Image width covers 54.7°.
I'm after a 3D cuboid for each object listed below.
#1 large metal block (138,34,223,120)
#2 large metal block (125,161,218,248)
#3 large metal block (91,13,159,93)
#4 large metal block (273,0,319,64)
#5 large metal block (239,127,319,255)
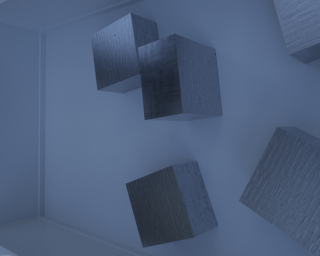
[{"bbox_3d":[0.025,-0.051,0.349,0.050,0.081,0.080,-9,85,39],"label":"large metal block"},{"bbox_3d":[0.013,0.093,0.378,0.080,0.050,0.080,-27,73,36],"label":"large metal block"},{"bbox_3d":[-0.045,-0.098,0.426,0.080,0.050,0.080,-13,82,39],"label":"large metal block"},{"bbox_3d":[0.149,-0.111,0.267,0.080,0.050,0.080,-18,78,38],"label":"large metal block"},{"bbox_3d":[0.133,0.052,0.280,0.080,0.050,0.079,34,111,34],"label":"large metal block"}]
